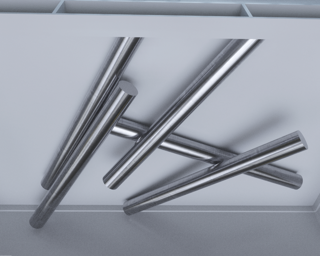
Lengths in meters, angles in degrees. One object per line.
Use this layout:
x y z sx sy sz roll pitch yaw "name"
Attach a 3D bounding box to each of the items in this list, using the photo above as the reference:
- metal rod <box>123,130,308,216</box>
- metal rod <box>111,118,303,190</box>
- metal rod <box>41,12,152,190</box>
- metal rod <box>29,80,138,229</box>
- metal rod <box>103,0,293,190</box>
0.058 0.075 0.446 0.299 0.025 0.025 -29 125 32 "metal rod"
0.075 0.040 0.444 0.302 0.025 0.025 18 128 -15 "metal rod"
-0.096 -0.012 0.397 0.025 0.025 0.298 24 126 -20 "metal rod"
-0.117 0.053 0.426 0.025 0.025 0.298 26 123 -21 "metal rod"
0.027 -0.024 0.366 0.025 0.025 0.299 32 116 -25 "metal rod"
